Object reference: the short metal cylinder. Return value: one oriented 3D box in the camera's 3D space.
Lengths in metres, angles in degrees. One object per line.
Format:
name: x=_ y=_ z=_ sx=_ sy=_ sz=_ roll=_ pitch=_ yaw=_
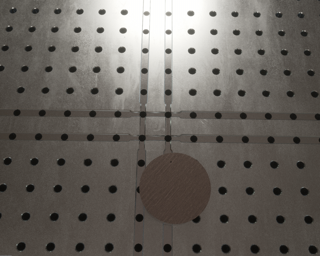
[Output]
short metal cylinder: x=0.017 y=0.075 z=0.371 sx=0.081 sy=0.050 sz=0.080 roll=0 pitch=70 yaw=0
